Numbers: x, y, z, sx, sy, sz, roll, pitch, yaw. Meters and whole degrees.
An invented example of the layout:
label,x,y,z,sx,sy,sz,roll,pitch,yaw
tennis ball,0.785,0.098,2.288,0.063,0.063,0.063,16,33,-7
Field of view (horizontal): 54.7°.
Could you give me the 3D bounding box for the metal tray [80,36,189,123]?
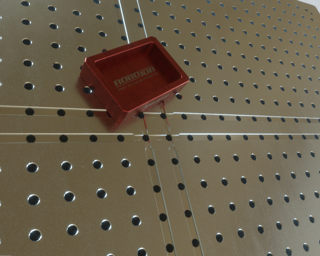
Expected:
label,x,y,z,sx,sy,sz,roll,pitch,yaw
metal tray,-0.032,-0.072,0.433,0.131,0.030,0.090,-32,80,-38
